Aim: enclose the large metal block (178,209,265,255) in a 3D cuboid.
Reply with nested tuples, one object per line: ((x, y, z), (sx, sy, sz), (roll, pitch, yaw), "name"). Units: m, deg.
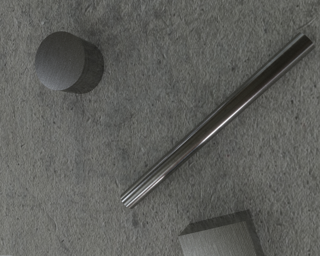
((0.078, 0.151, 0.368), (0.080, 0.050, 0.080), (-20, 83, 19), "large metal block")

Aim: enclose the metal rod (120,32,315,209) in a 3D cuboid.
((0.061, 0.001, 0.387), (0.299, 0.025, 0.025), (-43, 77, 14), "metal rod")

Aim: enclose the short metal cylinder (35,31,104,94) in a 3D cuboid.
((-0.127, -0.091, 0.441), (0.080, 0.050, 0.079), (0, 90, 20), "short metal cylinder")
